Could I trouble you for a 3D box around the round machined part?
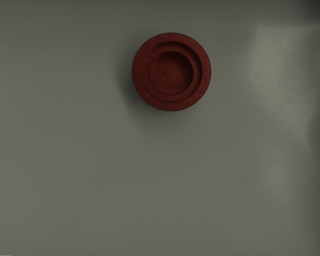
[{"bbox_3d":[0.014,-0.070,0.403,0.099,0.042,0.097,0,90,-1],"label":"round machined part"}]
